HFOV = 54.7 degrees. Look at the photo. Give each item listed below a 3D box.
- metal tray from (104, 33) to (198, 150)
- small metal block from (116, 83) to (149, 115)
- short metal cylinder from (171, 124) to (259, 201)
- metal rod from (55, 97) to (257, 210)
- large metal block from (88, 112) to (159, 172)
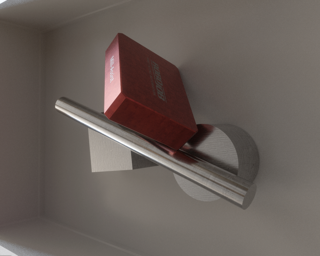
[{"bbox_3d":[-0.013,-0.044,0.340,0.030,0.090,0.130,-48,32,28],"label":"metal tray"},{"bbox_3d":[-0.029,-0.044,0.383,0.050,0.025,0.050,-3,52,13],"label":"small metal block"},{"bbox_3d":[0.060,0.035,0.338,0.080,0.050,0.079,0,90,39],"label":"short metal cylinder"},{"bbox_3d":[-0.031,0.013,0.363,0.300,0.025,0.025,23,105,37],"label":"metal rod"},{"bbox_3d":[-0.053,0.017,0.430,0.080,0.050,0.080,-10,84,39],"label":"large metal block"}]
